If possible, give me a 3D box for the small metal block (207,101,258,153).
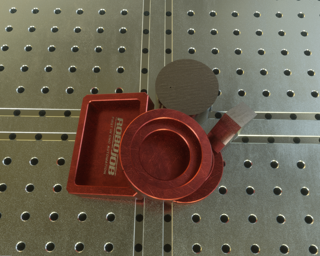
[{"bbox_3d":[0.089,-0.001,0.390,0.025,0.050,0.050,45,41,14],"label":"small metal block"}]

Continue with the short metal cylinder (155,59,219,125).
[{"bbox_3d":[0.034,-0.045,0.415,0.081,0.050,0.080,0,70,0],"label":"short metal cylinder"}]

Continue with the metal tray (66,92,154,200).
[{"bbox_3d":[-0.059,0.021,0.389,0.090,0.030,0.130,-1,69,15],"label":"metal tray"}]

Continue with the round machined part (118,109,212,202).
[{"bbox_3d":[0.003,0.031,0.341,0.099,0.042,0.098,3,71,-10],"label":"round machined part"}]

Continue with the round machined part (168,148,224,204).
[{"bbox_3d":[0.030,0.044,0.386,0.099,0.042,0.098,0,70,-1],"label":"round machined part"}]
